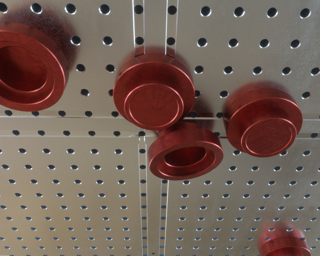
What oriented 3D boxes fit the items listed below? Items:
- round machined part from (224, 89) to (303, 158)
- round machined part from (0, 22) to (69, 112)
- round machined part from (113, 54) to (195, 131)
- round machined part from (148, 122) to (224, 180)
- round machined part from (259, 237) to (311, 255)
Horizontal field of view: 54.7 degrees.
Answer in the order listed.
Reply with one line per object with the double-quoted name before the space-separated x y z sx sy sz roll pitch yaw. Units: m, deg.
"round machined part" 0.136 0.001 0.403 0.099 0.042 0.097 -1 130 0
"round machined part" -0.150 -0.069 0.340 0.099 0.042 0.097 -1 130 0
"round machined part" -0.007 -0.035 0.370 0.099 0.042 0.097 -1 130 0
"round machined part" 0.032 0.029 0.416 0.099 0.042 0.097 -7 144 -5
"round machined part" 0.258 0.268 0.633 0.099 0.042 0.097 -1 130 0
